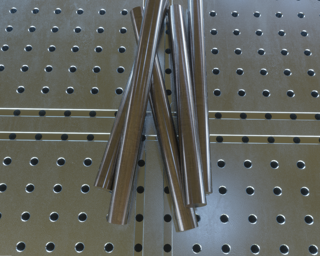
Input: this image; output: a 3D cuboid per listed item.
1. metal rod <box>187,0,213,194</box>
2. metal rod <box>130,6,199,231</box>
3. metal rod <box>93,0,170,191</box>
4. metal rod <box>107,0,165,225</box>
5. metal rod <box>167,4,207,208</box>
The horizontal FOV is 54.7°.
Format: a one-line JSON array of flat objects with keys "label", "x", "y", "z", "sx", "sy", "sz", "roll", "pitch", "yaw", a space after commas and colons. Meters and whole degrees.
[{"label": "metal rod", "x": 0.054, "y": -0.060, "z": 0.434, "sx": 0.025, "sy": 0.025, "sz": 0.299, "roll": 1, "pitch": 70, "yaw": 0}, {"label": "metal rod", "x": 0.002, "y": -0.022, "z": 0.403, "sx": 0.025, "sy": 0.025, "sz": 0.299, "roll": -12, "pitch": 77, "yaw": -5}, {"label": "metal rod", "x": -0.034, "y": -0.061, "z": 0.433, "sx": 0.025, "sy": 0.025, "sz": 0.299, "roll": 13, "pitch": 70, "yaw": 4}, {"label": "metal rod", "x": -0.028, "y": -0.034, "z": 0.387, "sx": 0.025, "sy": 0.025, "sz": 0.298, "roll": 9, "pitch": 84, "yaw": 3}, {"label": "metal rod", "x": 0.032, "y": -0.047, "z": 0.413, "sx": 0.025, "sy": 0.025, "sz": 0.299, "roll": -3, "pitch": 64, "yaw": -1}]
